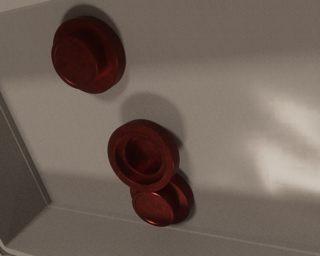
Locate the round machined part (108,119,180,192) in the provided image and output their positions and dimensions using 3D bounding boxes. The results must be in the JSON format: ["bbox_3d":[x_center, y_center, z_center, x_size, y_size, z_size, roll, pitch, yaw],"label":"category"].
[{"bbox_3d":[-0.018,0.034,0.420,0.098,0.042,0.097,9,112,24],"label":"round machined part"}]

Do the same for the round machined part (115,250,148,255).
[{"bbox_3d":[-0.046,0.273,0.591,0.098,0.042,0.097,13,124,20],"label":"round machined part"}]

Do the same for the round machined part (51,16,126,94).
[{"bbox_3d":[-0.097,-0.088,0.393,0.098,0.042,0.097,13,124,20],"label":"round machined part"}]

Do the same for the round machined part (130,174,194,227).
[{"bbox_3d":[-0.003,0.109,0.465,0.098,0.042,0.097,13,124,20],"label":"round machined part"}]
